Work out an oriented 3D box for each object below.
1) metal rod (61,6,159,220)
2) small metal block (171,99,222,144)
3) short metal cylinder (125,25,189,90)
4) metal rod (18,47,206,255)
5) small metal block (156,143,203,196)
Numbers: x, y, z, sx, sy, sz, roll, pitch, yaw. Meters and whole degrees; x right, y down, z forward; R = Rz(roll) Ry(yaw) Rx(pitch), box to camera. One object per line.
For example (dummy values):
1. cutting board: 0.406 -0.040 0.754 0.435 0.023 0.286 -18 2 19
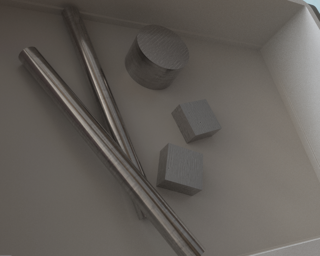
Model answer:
1. metal rod: -0.069 -0.033 0.389 0.025 0.025 0.299 -11 68 -33
2. small metal block: 0.052 -0.010 0.442 0.050 0.025 0.050 -14 69 -34
3. short metal cylinder: -0.005 -0.102 0.451 0.081 0.050 0.080 14 56 -21
4. metal rod: -0.062 0.019 0.340 0.025 0.025 0.300 -31 73 -38
5. small metal block: 0.026 0.052 0.389 0.050 0.025 0.050 19 54 -18
